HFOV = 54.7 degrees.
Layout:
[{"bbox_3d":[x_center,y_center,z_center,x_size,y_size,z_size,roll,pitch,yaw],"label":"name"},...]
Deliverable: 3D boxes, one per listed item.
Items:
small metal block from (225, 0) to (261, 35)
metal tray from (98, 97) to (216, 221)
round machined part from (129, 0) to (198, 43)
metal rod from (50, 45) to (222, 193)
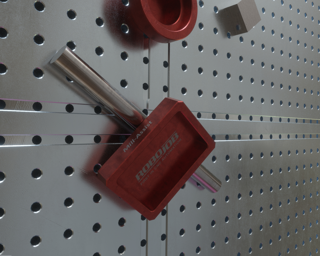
[{"bbox_3d":[0.143,-0.196,0.532,0.050,0.025,0.050,-44,117,-31],"label":"small metal block"},{"bbox_3d":[0.000,0.038,0.382,0.130,0.030,0.090,-48,122,-11],"label":"metal tray"},{"bbox_3d":[0.000,-0.158,0.399,0.099,0.042,0.097,0,90,-40],"label":"round machined part"},{"bbox_3d":[-0.010,0.007,0.402,0.300,0.025,0.025,41,65,-33],"label":"metal rod"}]
